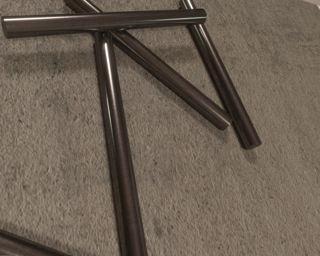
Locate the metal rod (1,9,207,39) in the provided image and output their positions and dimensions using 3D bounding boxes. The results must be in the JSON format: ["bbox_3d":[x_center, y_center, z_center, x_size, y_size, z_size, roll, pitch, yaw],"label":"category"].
[{"bbox_3d":[-0.054,-0.150,0.433,0.303,0.025,0.025,-16,70,-32],"label":"metal rod"}]

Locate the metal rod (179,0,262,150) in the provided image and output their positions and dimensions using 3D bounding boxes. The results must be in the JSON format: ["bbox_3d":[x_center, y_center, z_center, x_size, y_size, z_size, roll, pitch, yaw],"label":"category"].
[{"bbox_3d":[0.094,-0.103,0.519,0.025,0.025,0.299,-6,65,-31],"label":"metal rod"}]

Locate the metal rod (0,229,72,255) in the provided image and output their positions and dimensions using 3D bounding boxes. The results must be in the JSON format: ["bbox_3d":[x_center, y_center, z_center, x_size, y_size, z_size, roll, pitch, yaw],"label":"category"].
[{"bbox_3d":[-0.113,0.114,0.273,0.301,0.025,0.025,27,52,-12],"label":"metal rod"}]

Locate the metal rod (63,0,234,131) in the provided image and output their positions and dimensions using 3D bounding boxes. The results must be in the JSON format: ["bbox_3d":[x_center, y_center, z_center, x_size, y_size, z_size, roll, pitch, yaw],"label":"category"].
[{"bbox_3d":[-0.015,-0.100,0.457,0.300,0.025,0.025,39,51,-2],"label":"metal rod"}]

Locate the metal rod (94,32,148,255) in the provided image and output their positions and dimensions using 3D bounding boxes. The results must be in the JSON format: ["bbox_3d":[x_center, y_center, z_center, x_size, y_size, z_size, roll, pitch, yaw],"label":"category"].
[{"bbox_3d":[-0.053,0.000,0.376,0.025,0.025,0.299,2,61,-28],"label":"metal rod"}]
